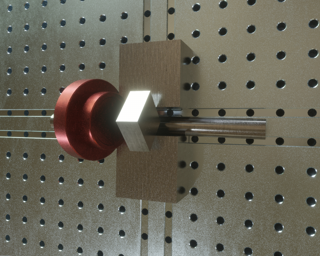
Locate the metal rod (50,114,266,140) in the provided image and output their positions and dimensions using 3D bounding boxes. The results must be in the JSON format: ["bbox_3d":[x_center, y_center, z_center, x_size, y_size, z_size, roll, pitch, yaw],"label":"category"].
[{"bbox_3d":[-0.016,-0.004,0.418,0.301,0.025,0.025,2,91,19],"label":"metal rod"}]

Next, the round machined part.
[{"bbox_3d":[-0.072,-0.009,0.368,0.042,0.099,0.097,5,92,34],"label":"round machined part"}]

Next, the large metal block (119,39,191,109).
[{"bbox_3d":[-0.005,-0.065,0.401,0.080,0.050,0.079,1,90,20],"label":"large metal block"}]

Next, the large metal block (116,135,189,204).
[{"bbox_3d":[-0.009,0.049,0.403,0.080,0.050,0.079,1,91,20],"label":"large metal block"}]

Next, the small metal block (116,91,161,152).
[{"bbox_3d":[-0.023,-0.008,0.361,0.025,0.050,0.050,1,46,20],"label":"small metal block"}]
